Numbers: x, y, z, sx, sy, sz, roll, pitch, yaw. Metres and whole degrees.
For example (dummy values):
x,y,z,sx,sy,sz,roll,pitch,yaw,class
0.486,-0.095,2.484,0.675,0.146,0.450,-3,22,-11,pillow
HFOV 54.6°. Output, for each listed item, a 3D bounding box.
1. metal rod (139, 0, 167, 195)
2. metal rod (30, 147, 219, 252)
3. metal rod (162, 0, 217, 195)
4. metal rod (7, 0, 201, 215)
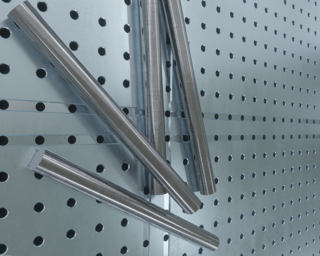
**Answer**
x,y,z,sx,sy,sz,roll,pitch,yaw,class
-0.009,-0.064,0.399,0.025,0.025,0.298,-5,93,-40,metal rod
-0.020,0.103,0.391,0.301,0.025,0.025,36,68,-34,metal rod
0.042,-0.047,0.442,0.025,0.025,0.298,-20,103,-38,metal rod
-0.046,-0.006,0.349,0.300,0.025,0.025,50,60,-21,metal rod
